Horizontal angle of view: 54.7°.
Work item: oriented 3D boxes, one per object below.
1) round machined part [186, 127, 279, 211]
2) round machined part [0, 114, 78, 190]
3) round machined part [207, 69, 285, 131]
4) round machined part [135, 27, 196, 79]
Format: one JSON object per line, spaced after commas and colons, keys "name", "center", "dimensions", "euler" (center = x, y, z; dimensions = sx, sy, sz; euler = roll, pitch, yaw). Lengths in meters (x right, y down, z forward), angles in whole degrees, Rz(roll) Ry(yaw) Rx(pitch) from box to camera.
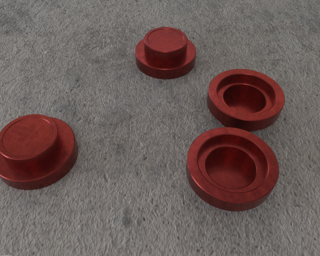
{"name": "round machined part", "center": [0.079, 0.049, 0.351], "dimensions": [0.099, 0.042, 0.098], "euler": [0, 50, 0]}
{"name": "round machined part", "center": [-0.153, 0.021, 0.373], "dimensions": [0.099, 0.042, 0.098], "euler": [0, 50, 0]}
{"name": "round machined part", "center": [0.113, -0.033, 0.421], "dimensions": [0.099, 0.042, 0.098], "euler": [0, 50, 0]}
{"name": "round machined part", "center": [0.009, -0.126, 0.498], "dimensions": [0.099, 0.042, 0.098], "euler": [0, 50, 0]}
